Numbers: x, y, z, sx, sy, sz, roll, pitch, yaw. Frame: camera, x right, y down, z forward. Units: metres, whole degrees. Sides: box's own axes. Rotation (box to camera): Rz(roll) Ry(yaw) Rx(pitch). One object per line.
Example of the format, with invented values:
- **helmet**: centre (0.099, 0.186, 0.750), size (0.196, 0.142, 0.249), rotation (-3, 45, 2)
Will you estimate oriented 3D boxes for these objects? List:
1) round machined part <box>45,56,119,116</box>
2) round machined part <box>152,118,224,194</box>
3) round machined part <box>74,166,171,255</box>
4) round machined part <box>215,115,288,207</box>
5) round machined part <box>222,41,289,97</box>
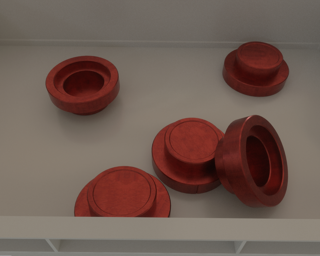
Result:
- **round machined part**: centre (-0.106, -0.056, 0.440), size (0.099, 0.042, 0.098), rotation (0, 50, 0)
- **round machined part**: centre (0.039, 0.026, 0.373), size (0.099, 0.042, 0.098), rotation (0, 50, 0)
- **round machined part**: centre (-0.038, 0.077, 0.318), size (0.099, 0.042, 0.098), rotation (1, 40, -1)
- **round machined part**: centre (0.098, 0.038, 0.341), size (0.042, 0.098, 0.098), rotation (-18, 34, 44)
- **round machined part**: centre (0.149, -0.097, 0.477), size (0.099, 0.042, 0.098), rotation (0, 50, 0)
